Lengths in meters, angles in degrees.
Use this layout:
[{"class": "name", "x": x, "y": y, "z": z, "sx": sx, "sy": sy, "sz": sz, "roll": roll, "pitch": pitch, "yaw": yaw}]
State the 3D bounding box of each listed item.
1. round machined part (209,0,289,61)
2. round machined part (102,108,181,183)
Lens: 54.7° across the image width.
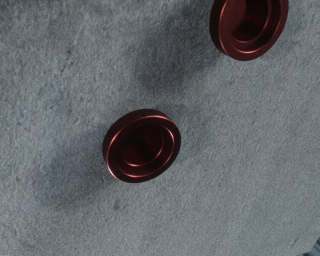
[{"class": "round machined part", "x": 0.100, "y": -0.133, "z": 0.370, "sx": 0.099, "sy": 0.042, "sz": 0.097, "roll": -14, "pitch": 125, "yaw": -21}, {"class": "round machined part", "x": -0.026, "y": 0.019, "z": 0.395, "sx": 0.099, "sy": 0.042, "sz": 0.097, "roll": -14, "pitch": 125, "yaw": -21}]
